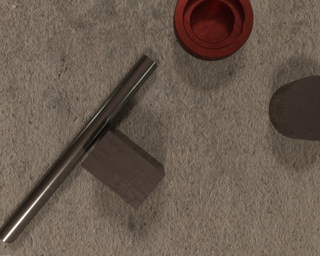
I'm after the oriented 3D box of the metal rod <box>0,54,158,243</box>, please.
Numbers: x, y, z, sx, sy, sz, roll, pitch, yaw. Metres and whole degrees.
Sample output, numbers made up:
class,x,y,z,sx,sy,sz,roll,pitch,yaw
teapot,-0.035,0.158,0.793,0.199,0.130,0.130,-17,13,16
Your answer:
class,x,y,z,sx,sy,sz,roll,pitch,yaw
metal rod,-0.107,0.027,0.408,0.025,0.025,0.300,39,90,-1

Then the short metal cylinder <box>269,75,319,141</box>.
class,x,y,z,sx,sy,sz,roll,pitch,yaw
short metal cylinder,0.189,-0.024,0.400,0.081,0.050,0.079,0,90,-1

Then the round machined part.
class,x,y,z,sx,sy,sz,roll,pitch,yaw
round machined part,0.066,-0.135,0.402,0.099,0.042,0.097,0,90,-1

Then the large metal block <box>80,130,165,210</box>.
class,x,y,z,sx,sy,sz,roll,pitch,yaw
large metal block,-0.041,0.046,0.382,0.080,0.080,0.050,39,90,-1
